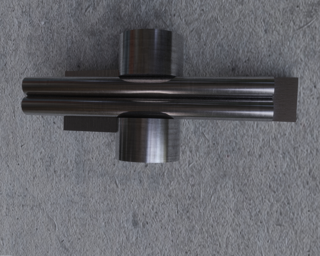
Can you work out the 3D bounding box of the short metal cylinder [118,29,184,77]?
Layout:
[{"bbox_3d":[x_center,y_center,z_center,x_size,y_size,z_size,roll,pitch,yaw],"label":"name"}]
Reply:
[{"bbox_3d":[-0.011,-0.086,0.385,0.080,0.080,0.050,2,91,20],"label":"short metal cylinder"}]

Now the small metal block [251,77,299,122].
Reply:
[{"bbox_3d":[0.133,-0.033,0.363,0.050,0.025,0.050,3,91,20],"label":"small metal block"}]

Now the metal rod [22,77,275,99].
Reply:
[{"bbox_3d":[-0.023,-0.049,0.371,0.301,0.025,0.025,2,91,12],"label":"metal rod"}]

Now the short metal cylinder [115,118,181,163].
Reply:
[{"bbox_3d":[-0.015,0.013,0.386,0.080,0.080,0.050,2,91,20],"label":"short metal cylinder"}]

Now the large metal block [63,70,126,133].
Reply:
[{"bbox_3d":[-0.082,-0.035,0.426,0.080,0.050,0.080,2,91,20],"label":"large metal block"}]

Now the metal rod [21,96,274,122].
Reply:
[{"bbox_3d":[-0.024,-0.024,0.371,0.301,0.025,0.025,2,91,12],"label":"metal rod"}]
